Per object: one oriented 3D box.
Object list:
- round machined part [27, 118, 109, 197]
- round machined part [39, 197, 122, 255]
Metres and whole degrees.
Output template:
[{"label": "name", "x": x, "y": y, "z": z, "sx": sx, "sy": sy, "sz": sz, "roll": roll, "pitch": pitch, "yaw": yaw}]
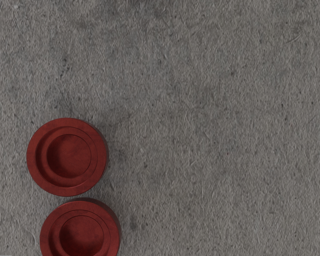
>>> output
[{"label": "round machined part", "x": -0.115, "y": 0.036, "z": 0.400, "sx": 0.099, "sy": 0.042, "sz": 0.097, "roll": 0, "pitch": 90, "yaw": 0}, {"label": "round machined part", "x": -0.099, "y": 0.138, "z": 0.401, "sx": 0.099, "sy": 0.042, "sz": 0.097, "roll": 0, "pitch": 90, "yaw": 0}]
